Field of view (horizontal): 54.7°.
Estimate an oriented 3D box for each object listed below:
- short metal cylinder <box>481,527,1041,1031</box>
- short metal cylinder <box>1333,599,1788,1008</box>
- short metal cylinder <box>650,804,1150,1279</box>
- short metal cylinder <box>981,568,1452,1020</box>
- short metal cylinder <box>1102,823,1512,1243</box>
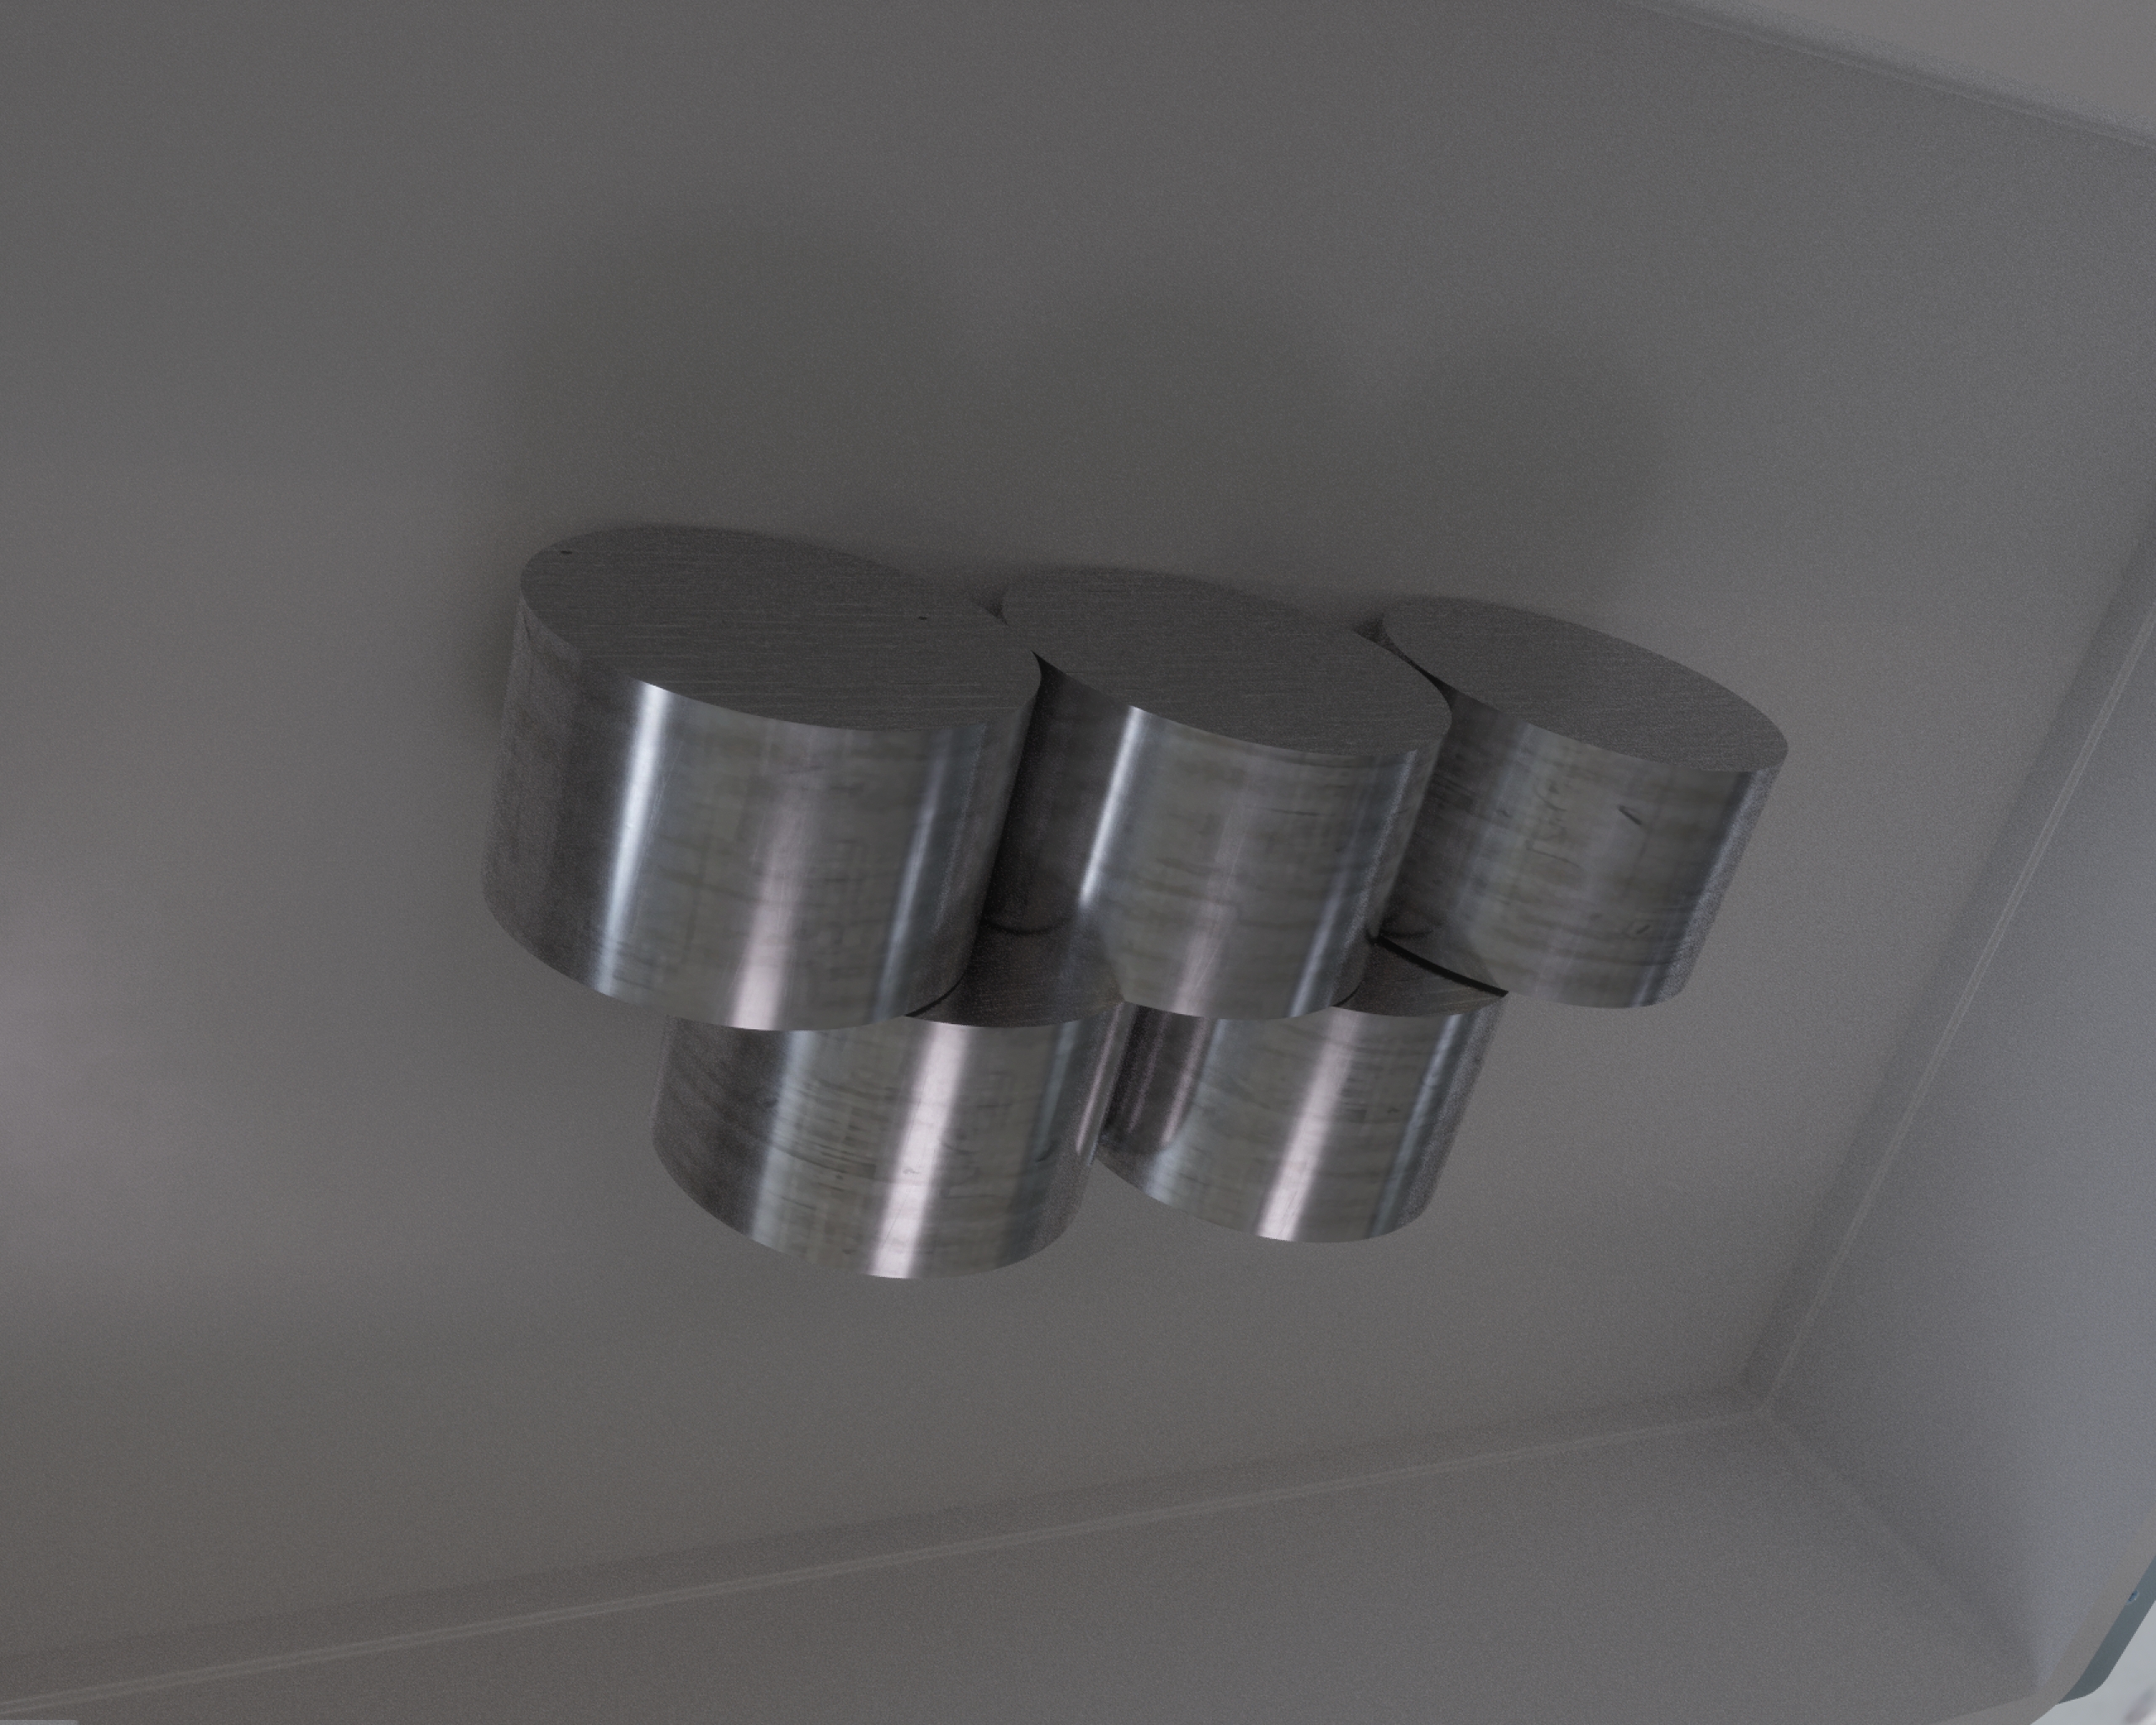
[{"bbox_3d":[-0.051,-0.016,0.333,0.081,0.080,0.050,1,118,-29],"label":"short metal cylinder"},{"bbox_3d":[0.091,-0.013,0.412,0.081,0.080,0.050,2,118,-29],"label":"short metal cylinder"},{"bbox_3d":[-0.032,0.029,0.371,0.081,0.080,0.050,1,118,-29],"label":"short metal cylinder"},{"bbox_3d":[0.020,-0.014,0.373,0.081,0.080,0.050,1,118,-29],"label":"short metal cylinder"},{"bbox_3d":[0.040,0.030,0.411,0.081,0.080,0.050,1,118,-29],"label":"short metal cylinder"}]
